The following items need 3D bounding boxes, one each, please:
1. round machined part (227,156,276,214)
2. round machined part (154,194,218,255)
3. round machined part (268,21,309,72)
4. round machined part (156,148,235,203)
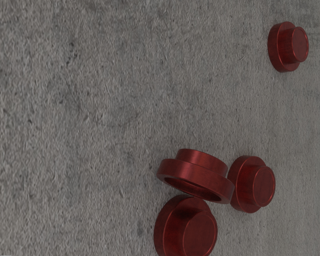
[{"bbox_3d":[0.161,0.097,0.528,0.099,0.042,0.097,0,90,-40],"label":"round machined part"},{"bbox_3d":[0.042,0.144,0.429,0.099,0.042,0.097,0,90,-40],"label":"round machined part"},{"bbox_3d":[0.257,-0.160,0.608,0.099,0.042,0.097,0,90,-40],"label":"round machined part"},{"bbox_3d":[0.048,0.059,0.398,0.098,0.098,0.042,35,68,-35],"label":"round machined part"}]
